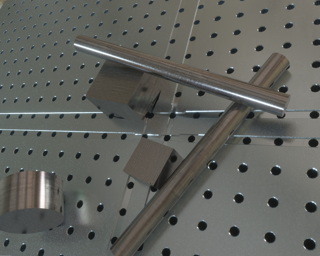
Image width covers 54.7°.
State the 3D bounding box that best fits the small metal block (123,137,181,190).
[{"bbox_3d":[-0.010,0.045,0.386,0.050,0.025,0.050,19,71,35],"label":"small metal block"}]

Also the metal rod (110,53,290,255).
[{"bbox_3d":[0.051,0.029,0.363,0.300,0.025,0.025,-49,52,-7],"label":"metal rod"}]

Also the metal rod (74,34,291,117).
[{"bbox_3d":[0.008,-0.074,0.393,0.300,0.025,0.025,22,73,25],"label":"metal rod"}]

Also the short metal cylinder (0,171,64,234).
[{"bbox_3d":[-0.167,0.097,0.401,0.080,0.080,0.050,-24,53,13],"label":"short metal cylinder"}]

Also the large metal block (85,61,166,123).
[{"bbox_3d":[-0.049,-0.061,0.455,0.080,0.050,0.080,13,68,33],"label":"large metal block"}]
